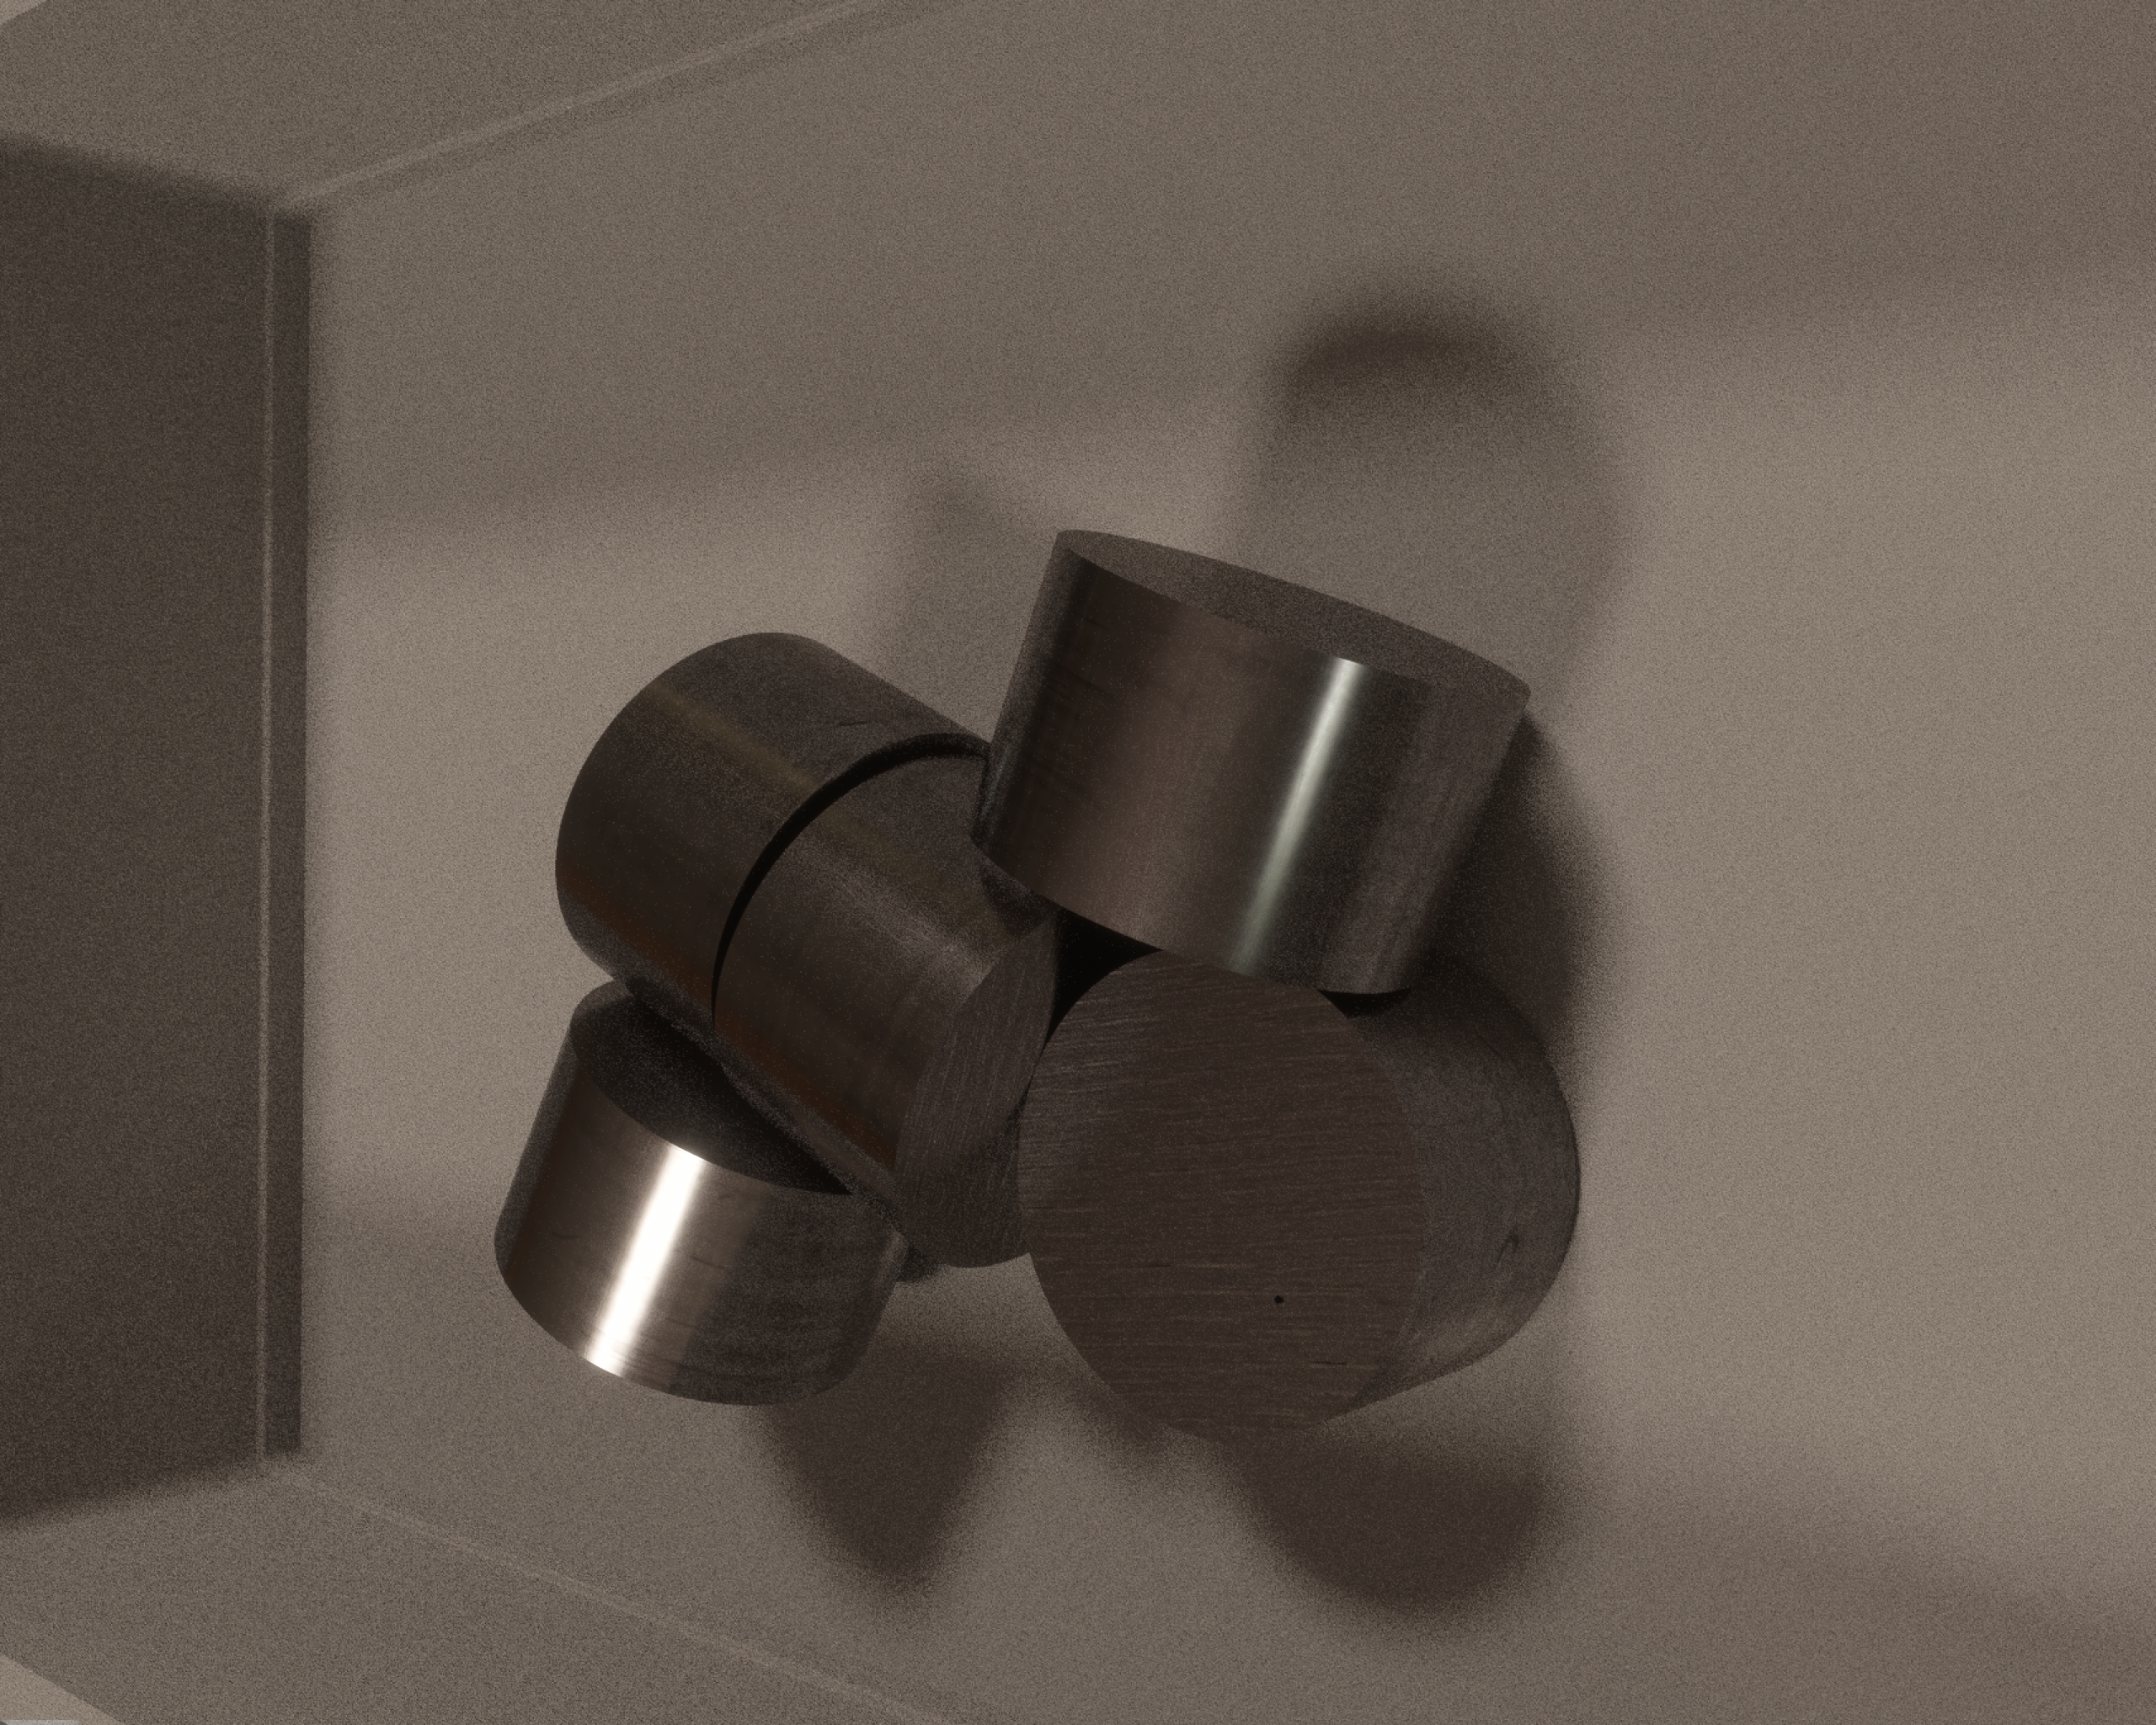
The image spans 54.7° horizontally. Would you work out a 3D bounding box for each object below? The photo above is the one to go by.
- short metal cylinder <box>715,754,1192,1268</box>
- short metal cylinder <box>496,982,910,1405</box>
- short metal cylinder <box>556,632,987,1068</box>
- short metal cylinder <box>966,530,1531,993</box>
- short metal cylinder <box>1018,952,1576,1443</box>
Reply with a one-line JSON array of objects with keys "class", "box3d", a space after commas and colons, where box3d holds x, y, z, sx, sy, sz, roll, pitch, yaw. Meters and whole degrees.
[{"class": "short metal cylinder", "box3d": [-0.019, 0.027, 0.383, 0.050, 0.081, 0.079, 33, 111, 35]}, {"class": "short metal cylinder", "box3d": [-0.072, 0.064, 0.425, 0.080, 0.081, 0.050, 36, 112, 34]}, {"class": "short metal cylinder", "box3d": [-0.054, 0.001, 0.411, 0.050, 0.081, 0.079, 32, 110, 35]}, {"class": "short metal cylinder", "box3d": [0.027, -0.018, 0.345, 0.080, 0.081, 0.050, 29, 108, 36]}, {"class": "short metal cylinder", "box3d": [0.037, 0.053, 0.356, 0.080, 0.050, 0.079, 0, 90, 39]}]
